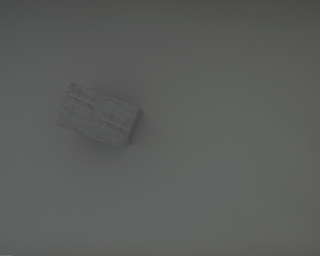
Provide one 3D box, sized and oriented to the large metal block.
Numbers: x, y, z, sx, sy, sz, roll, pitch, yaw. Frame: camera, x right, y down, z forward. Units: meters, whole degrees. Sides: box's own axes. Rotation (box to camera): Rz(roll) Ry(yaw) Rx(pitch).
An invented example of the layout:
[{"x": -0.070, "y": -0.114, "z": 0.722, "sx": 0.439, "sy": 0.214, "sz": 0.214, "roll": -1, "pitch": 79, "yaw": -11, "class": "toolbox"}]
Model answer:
[{"x": -0.070, "y": -0.014, "z": 0.383, "sx": 0.080, "sy": 0.080, "sz": 0.050, "roll": 21, "pitch": 90, "yaw": 0, "class": "large metal block"}]
